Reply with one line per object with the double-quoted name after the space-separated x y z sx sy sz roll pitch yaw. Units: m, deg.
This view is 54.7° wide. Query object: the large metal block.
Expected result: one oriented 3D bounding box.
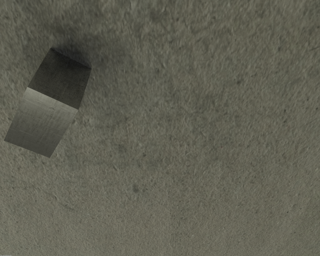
-0.123 -0.028 0.345 0.050 0.080 0.080 26 125 -21 "large metal block"
